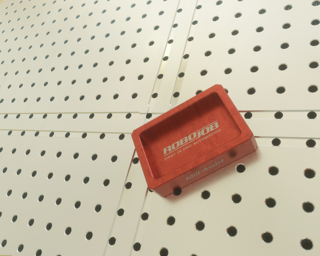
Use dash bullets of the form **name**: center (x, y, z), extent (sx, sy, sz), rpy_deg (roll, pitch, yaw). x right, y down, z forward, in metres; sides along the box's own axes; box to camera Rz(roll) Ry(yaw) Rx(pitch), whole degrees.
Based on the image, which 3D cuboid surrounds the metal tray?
- **metal tray**: center (0.037, 0.014, 0.376), extent (0.130, 0.030, 0.090), rpy_deg (-29, 52, 9)
